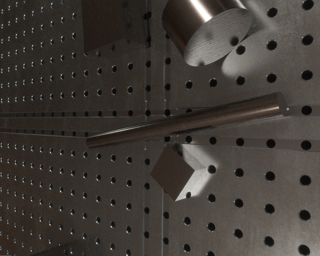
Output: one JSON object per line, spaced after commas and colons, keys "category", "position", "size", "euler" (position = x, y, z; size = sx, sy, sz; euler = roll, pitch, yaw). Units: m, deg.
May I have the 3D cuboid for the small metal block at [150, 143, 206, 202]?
{"category": "small metal block", "position": [0.022, 0.055, 0.390], "size": [0.050, 0.025, 0.050], "euler": [43, 116, 31]}

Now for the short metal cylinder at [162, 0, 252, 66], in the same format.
{"category": "short metal cylinder", "position": [0.049, -0.112, 0.332], "size": [0.080, 0.081, 0.050], "euler": [-43, 65, 31]}

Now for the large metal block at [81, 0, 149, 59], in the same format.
{"category": "large metal block", "position": [-0.066, -0.151, 0.445], "size": [0.080, 0.050, 0.080], "euler": [-7, 86, 39]}

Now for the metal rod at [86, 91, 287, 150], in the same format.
{"category": "metal rod", "position": [0.007, -0.001, 0.401], "size": [0.300, 0.025, 0.025], "euler": [-12, 83, 39]}

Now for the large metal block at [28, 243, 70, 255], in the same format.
{"category": "large metal block", "position": [-0.215, 0.248, 0.548], "size": [0.080, 0.081, 0.050], "euler": [-30, 71, 35]}
